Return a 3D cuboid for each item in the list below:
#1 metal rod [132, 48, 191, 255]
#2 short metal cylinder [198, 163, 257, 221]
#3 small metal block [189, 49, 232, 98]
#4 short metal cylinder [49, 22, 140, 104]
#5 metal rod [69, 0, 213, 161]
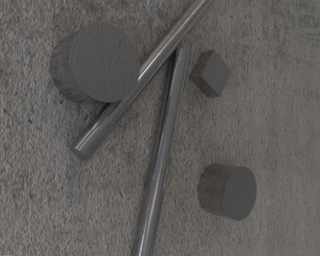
[{"bbox_3d":[0.002,0.039,0.405,0.025,0.025,0.299,18,78,-39],"label":"metal rod"},{"bbox_3d":[0.104,0.096,0.476,0.081,0.050,0.080,0,90,-40],"label":"short metal cylinder"},{"bbox_3d":[0.077,-0.081,0.469,0.050,0.025,0.050,40,66,-33],"label":"small metal block"},{"bbox_3d":[-0.069,-0.066,0.331,0.081,0.050,0.080,0,90,-40],"label":"short metal cylinder"},{"bbox_3d":[-0.009,-0.083,0.396,0.025,0.025,0.301,50,61,-29],"label":"metal rod"}]
